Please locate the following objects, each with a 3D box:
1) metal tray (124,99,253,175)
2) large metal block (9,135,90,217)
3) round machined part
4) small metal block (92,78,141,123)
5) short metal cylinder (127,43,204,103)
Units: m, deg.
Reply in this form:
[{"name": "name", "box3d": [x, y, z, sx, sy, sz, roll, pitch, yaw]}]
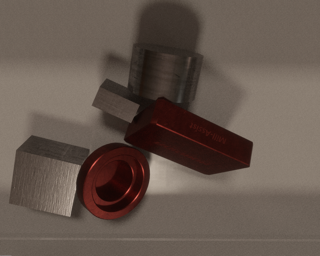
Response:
[{"name": "metal tray", "box3d": [0.033, 0.017, 0.374, 0.131, 0.090, 0.030, 24, 66, -19]}, {"name": "large metal block", "box3d": [-0.148, 0.064, 0.420, 0.081, 0.050, 0.079, 15, 109, -6]}, {"name": "round machined part", "box3d": [-0.065, 0.066, 0.409, 0.099, 0.042, 0.097, -12, 110, -37]}, {"name": "small metal block", "box3d": [-0.052, -0.035, 0.384, 0.050, 0.050, 0.025, 24, 108, -9]}, {"name": "short metal cylinder", "box3d": [0.006, -0.065, 0.358, 0.081, 0.080, 0.050, 9, 110, -4]}]
